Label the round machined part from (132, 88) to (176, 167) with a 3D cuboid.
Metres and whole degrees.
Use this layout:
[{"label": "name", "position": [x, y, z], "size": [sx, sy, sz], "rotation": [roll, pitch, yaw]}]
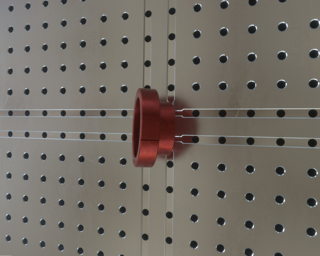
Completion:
[{"label": "round machined part", "position": [-0.008, 0.000, 0.387], "size": [0.042, 0.098, 0.097], "rotation": [3, 91, -11]}]
